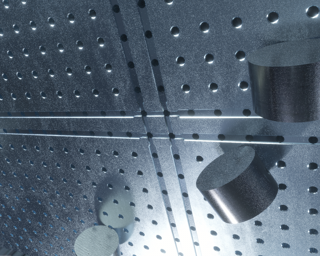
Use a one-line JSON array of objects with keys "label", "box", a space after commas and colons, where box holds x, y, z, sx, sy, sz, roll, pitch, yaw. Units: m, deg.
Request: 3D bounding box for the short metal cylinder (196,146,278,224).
[{"label": "short metal cylinder", "box": [0.091, 0.066, 0.369, 0.080, 0.080, 0.050, -29, 103, 37]}]

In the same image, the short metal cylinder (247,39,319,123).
[{"label": "short metal cylinder", "box": [0.124, -0.045, 0.282, 0.080, 0.080, 0.050, 0, 118, 28]}]

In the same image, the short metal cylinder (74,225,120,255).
[{"label": "short metal cylinder", "box": [-0.115, 0.231, 0.580, 0.080, 0.080, 0.050, 12, 124, 21]}]
